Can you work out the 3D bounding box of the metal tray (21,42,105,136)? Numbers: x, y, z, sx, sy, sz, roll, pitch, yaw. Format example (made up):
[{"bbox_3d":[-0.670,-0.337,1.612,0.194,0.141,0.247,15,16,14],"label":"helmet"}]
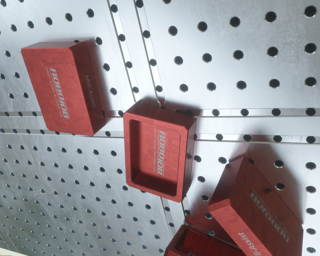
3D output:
[{"bbox_3d":[-0.136,-0.055,0.444,0.090,0.030,0.129,6,121,24],"label":"metal tray"}]

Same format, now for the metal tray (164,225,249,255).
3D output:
[{"bbox_3d":[0.077,0.193,0.444,0.130,0.090,0.030,20,101,16],"label":"metal tray"}]

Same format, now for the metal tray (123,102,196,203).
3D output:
[{"bbox_3d":[-0.002,0.036,0.429,0.090,0.030,0.129,14,124,19],"label":"metal tray"}]

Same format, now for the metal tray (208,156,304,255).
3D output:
[{"bbox_3d":[0.120,0.110,0.373,0.030,0.090,0.130,-34,100,38],"label":"metal tray"}]
